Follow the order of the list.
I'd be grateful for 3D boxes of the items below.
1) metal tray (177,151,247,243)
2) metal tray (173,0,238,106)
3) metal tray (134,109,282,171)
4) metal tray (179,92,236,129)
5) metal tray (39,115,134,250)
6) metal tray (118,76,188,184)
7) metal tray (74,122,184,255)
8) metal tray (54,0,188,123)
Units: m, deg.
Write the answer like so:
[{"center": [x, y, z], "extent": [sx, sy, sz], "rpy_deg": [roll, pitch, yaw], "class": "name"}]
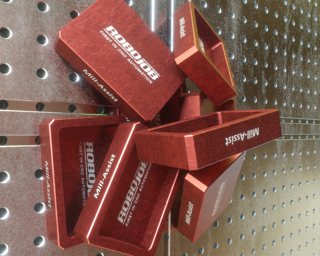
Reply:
[{"center": [0.068, 0.087, 0.418], "extent": [0.091, 0.030, 0.129], "rpy_deg": [-36, 145, -34], "class": "metal tray"}, {"center": [0.057, -0.101, 0.408], "extent": [0.090, 0.030, 0.130], "rpy_deg": [40, 33, -32], "class": "metal tray"}, {"center": [0.051, 0.007, 0.324], "extent": [0.131, 0.090, 0.030], "rpy_deg": [-14, 99, -35], "class": "metal tray"}, {"center": [0.074, -0.005, 0.442], "extent": [0.131, 0.030, 0.090], "rpy_deg": [-8, 96, -57], "class": "metal tray"}, {"center": [-0.078, 0.053, 0.340], "extent": [0.091, 0.030, 0.129], "rpy_deg": [-6, 93, -40], "class": "metal tray"}, {"center": [-0.003, 0.000, 0.402], "extent": [0.091, 0.030, 0.129], "rpy_deg": [-6, 92, -41], "class": "metal tray"}, {"center": [-0.026, 0.069, 0.344], "extent": [0.090, 0.030, 0.130], "rpy_deg": [33, 70, -35], "class": "metal tray"}, {"center": [-0.039, -0.077, 0.351], "extent": [0.130, 0.030, 0.090], "rpy_deg": [44, 63, -14], "class": "metal tray"}]
